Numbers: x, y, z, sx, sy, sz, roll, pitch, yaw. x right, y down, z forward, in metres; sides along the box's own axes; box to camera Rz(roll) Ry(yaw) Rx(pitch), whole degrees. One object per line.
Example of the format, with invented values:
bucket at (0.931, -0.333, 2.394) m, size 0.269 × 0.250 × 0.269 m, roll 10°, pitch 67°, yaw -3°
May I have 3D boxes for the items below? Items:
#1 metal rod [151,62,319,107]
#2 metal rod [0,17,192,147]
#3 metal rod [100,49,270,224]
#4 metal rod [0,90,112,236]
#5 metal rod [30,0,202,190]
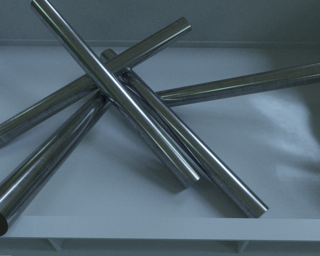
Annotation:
metal rod at (0.129, -0.058, 0.392) m, size 0.301 × 0.025 × 0.025 m, roll -8°, pitch 48°, yaw 18°
metal rod at (-0.090, -0.061, 0.406) m, size 0.301 × 0.025 × 0.025 m, roll -32°, pitch 56°, yaw -7°
metal rod at (0.014, -0.006, 0.391) m, size 0.025 × 0.025 × 0.300 m, roll -31°, pitch 62°, yaw -23°
metal rod at (-0.084, -0.004, 0.326) m, size 0.025 × 0.025 × 0.301 m, roll 7°, pitch 25°, yaw 6°
metal rod at (-0.059, -0.049, 0.377) m, size 0.025 × 0.025 × 0.300 m, roll -37°, pitch 80°, yaw -27°
